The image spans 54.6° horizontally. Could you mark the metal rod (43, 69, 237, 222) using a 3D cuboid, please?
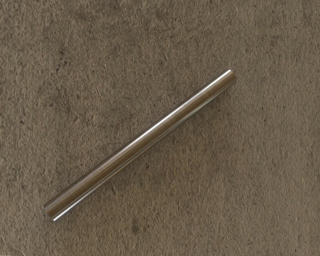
[{"bbox_3d":[-0.014,0.013,0.405,0.301,0.025,0.025,-37,102,-16],"label":"metal rod"}]
